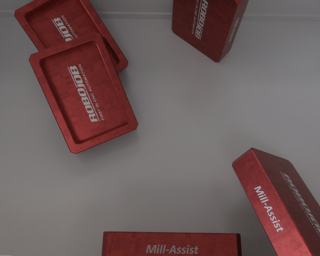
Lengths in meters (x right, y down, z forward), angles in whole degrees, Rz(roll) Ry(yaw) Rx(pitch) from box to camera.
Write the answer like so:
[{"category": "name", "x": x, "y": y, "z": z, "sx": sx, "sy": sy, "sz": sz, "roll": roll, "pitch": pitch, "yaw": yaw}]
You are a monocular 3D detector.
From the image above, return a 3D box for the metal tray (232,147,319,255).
[{"category": "metal tray", "x": 0.138, "y": 0.087, "z": 0.327, "sx": 0.091, "sy": 0.030, "sz": 0.130, "roll": 18, "pitch": 39, "yaw": -39}]

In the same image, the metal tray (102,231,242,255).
[{"category": "metal tray", "x": 0.011, "y": 0.127, "z": 0.328, "sx": 0.131, "sy": 0.090, "sz": 0.030, "roll": 1, "pitch": 70, "yaw": 0}]

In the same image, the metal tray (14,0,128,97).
[{"category": "metal tray", "x": -0.115, "y": -0.115, "z": 0.416, "sx": 0.090, "sy": 0.030, "sz": 0.130, "roll": -35, "pitch": 101, "yaw": -10}]

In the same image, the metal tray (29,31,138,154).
[{"category": "metal tray", "x": -0.093, "y": -0.044, "z": 0.392, "sx": 0.091, "sy": 0.030, "sz": 0.129, "roll": -23, "pitch": 98, "yaw": -8}]

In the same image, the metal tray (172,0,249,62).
[{"category": "metal tray", "x": 0.061, "y": -0.154, "z": 0.410, "sx": 0.090, "sy": 0.130, "sz": 0.030, "roll": 39, "pitch": 75, "yaw": 13}]
